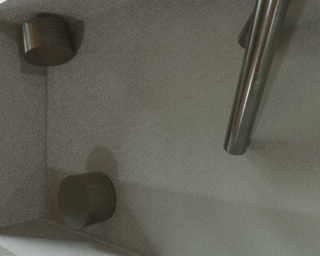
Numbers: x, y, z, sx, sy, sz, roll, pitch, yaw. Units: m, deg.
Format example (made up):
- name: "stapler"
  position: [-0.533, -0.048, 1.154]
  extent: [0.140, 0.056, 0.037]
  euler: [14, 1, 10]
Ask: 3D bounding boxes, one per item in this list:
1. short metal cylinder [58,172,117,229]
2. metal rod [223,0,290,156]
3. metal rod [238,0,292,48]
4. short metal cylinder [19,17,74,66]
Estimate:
- name: "short metal cylinder"
  position: [-0.114, 0.111, 0.482]
  extent: [0.080, 0.050, 0.079]
  euler: [0, 90, 39]
- name: "metal rod"
  position: [0.087, -0.093, 0.245]
  extent: [0.025, 0.025, 0.298]
  euler: [36, 140, 34]
- name: "metal rod"
  position: [0.118, -0.151, 0.195]
  extent: [0.299, 0.025, 0.025]
  euler: [111, 138, -66]
- name: "short metal cylinder"
  position: [-0.192, -0.144, 0.526]
  extent: [0.080, 0.081, 0.050]
  euler: [-20, 78, 38]
